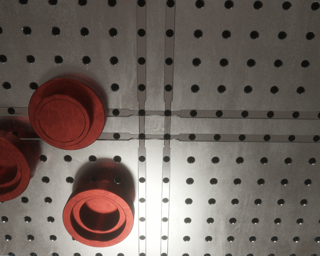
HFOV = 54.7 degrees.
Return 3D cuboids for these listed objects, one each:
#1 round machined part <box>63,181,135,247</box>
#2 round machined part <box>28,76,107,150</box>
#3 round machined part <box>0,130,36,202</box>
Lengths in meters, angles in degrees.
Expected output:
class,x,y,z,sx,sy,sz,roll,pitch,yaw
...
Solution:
class,x,y,z,sx,sy,sz,roll,pitch,yaw
round machined part,-0.085,0.119,0.447,0.099,0.042,0.097,0,110,-1
round machined part,-0.120,-0.015,0.397,0.099,0.042,0.097,0,110,-1
round machined part,-0.217,0.047,0.419,0.099,0.042,0.097,0,110,-1
